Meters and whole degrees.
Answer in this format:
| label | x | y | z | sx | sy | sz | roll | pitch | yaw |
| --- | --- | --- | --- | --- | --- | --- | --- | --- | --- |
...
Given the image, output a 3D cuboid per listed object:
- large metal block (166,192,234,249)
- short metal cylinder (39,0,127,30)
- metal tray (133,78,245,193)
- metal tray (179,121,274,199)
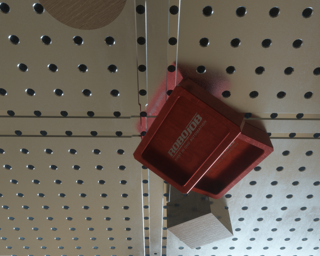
| label | x | y | z | sx | sy | sz | roll | pitch | yaw |
| --- | --- | --- | --- | --- | --- | --- | --- | --- | --- |
| large metal block | 0.067 | 0.155 | 0.528 | 0.080 | 0.050 | 0.080 | -27 | 125 | 21 |
| short metal cylinder | -0.067 | -0.137 | 0.278 | 0.081 | 0.050 | 0.079 | 0 | 130 | 0 |
| metal tray | 0.032 | 0.014 | 0.395 | 0.090 | 0.030 | 0.129 | 36 | 124 | 4 |
| metal tray | 0.084 | 0.045 | 0.447 | 0.091 | 0.030 | 0.129 | 23 | 126 | -19 |
